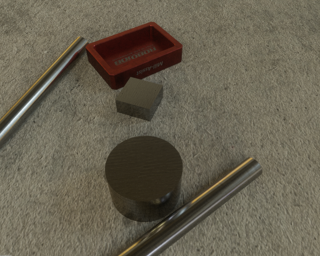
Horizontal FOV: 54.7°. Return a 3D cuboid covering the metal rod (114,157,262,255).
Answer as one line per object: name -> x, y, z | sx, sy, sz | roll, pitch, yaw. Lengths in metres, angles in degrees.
metal rod -> -0.009, 0.115, 0.305 | 0.302, 0.025, 0.025 | -30, 57, -23

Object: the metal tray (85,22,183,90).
metal tray -> -0.041, -0.120, 0.500 | 0.131, 0.030, 0.090 | -27, 55, -21

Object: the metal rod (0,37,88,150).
metal rod -> -0.183, -0.035, 0.431 | 0.025, 0.025, 0.301 | 16, 52, 13

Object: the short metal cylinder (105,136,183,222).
short metal cylinder -> -0.017, 0.055, 0.340 | 0.081, 0.050, 0.080 | 0, 50, 0

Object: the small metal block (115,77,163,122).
small metal block -> -0.028, -0.041, 0.438 | 0.050, 0.025, 0.050 | 16, 52, 13
